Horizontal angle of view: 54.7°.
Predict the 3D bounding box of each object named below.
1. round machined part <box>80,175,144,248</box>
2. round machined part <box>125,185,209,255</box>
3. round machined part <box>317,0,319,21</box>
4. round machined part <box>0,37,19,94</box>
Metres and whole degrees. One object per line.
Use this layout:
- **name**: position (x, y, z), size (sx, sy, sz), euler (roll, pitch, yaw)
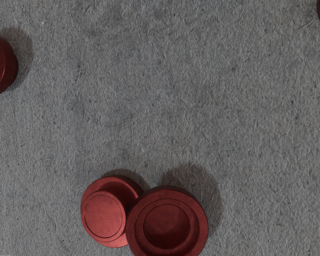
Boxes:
- **round machined part**: position (-0.068, 0.116, 0.424), size (0.098, 0.042, 0.097), euler (0, 90, 20)
- **round machined part**: position (0.008, 0.119, 0.385), size (0.099, 0.042, 0.097), euler (0, 94, -2)
- **round machined part**: position (0.220, -0.141, 0.322), size (0.098, 0.042, 0.097), euler (0, 90, 20)
- **round machined part**: position (-0.269, -0.099, 0.495), size (0.098, 0.042, 0.097), euler (0, 90, 20)
